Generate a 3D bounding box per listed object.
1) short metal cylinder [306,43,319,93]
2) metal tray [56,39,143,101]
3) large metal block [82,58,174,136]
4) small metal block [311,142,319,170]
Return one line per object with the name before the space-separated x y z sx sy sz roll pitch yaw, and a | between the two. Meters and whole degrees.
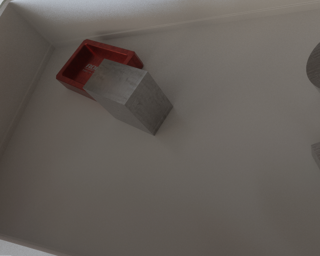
short metal cylinder | 0.196 -0.057 0.306 0.080 0.050 0.080 -31 41 32
metal tray | -0.102 -0.094 0.511 0.130 0.030 0.090 24 74 36
large metal block | -0.041 -0.041 0.416 0.080 0.080 0.050 23 74 36
small metal block | 0.179 0.033 0.292 0.050 0.025 0.050 -23 53 14
